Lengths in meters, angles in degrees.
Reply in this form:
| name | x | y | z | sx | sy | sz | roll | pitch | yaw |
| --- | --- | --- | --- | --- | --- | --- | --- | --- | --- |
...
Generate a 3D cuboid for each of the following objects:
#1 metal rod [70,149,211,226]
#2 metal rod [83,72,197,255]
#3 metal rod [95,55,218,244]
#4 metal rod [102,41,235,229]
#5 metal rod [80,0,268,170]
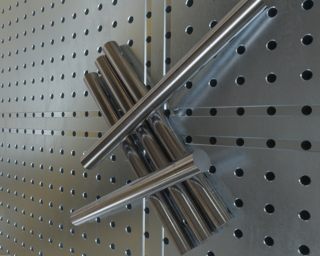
| name | x | y | z | sx | sy | sz | roll | pitch | yaw |
| --- | --- | --- | --- | --- | --- | --- | --- | --- | --- |
| metal rod | -0.048 | 0.092 | 0.420 | 0.299 | 0.025 | 0.025 | -33 | 70 | 43 |
| metal rod | -0.038 | 0.035 | 0.439 | 0.025 | 0.025 | 0.299 | -46 | 63 | 30 |
| metal rod | -0.016 | 0.012 | 0.421 | 0.025 | 0.025 | 0.299 | -46 | 63 | 30 |
| metal rod | -0.001 | -0.008 | 0.408 | 0.025 | 0.025 | 0.299 | -47 | 62 | 29 |
| metal rod | 0.001 | -0.043 | 0.380 | 0.299 | 0.025 | 0.025 | -42 | 65 | 23 |
